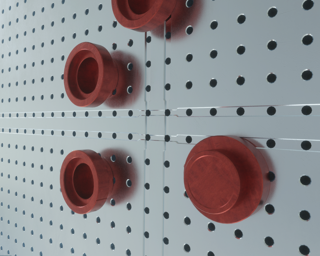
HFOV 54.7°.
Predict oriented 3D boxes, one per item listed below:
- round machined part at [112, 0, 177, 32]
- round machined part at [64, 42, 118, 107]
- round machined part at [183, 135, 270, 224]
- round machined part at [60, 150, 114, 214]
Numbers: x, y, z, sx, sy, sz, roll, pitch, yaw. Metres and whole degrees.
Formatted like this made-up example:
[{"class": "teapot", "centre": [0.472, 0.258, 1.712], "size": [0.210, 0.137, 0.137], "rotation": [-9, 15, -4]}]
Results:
[{"class": "round machined part", "centre": [-0.016, -0.176, 0.409], "size": [0.098, 0.042, 0.097], "rotation": [0, 90, 39]}, {"class": "round machined part", "centre": [-0.103, -0.080, 0.481], "size": [0.098, 0.042, 0.097], "rotation": [0, 90, 39]}, {"class": "round machined part", "centre": [0.066, 0.057, 0.343], "size": [0.098, 0.042, 0.097], "rotation": [0, 90, 39]}, {"class": "round machined part", "centre": [-0.111, 0.082, 0.487], "size": [0.098, 0.042, 0.097], "rotation": [0, 90, 39]}]
